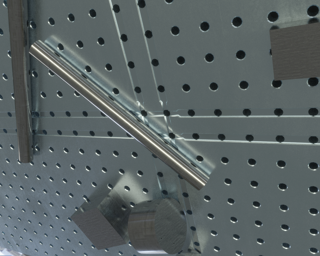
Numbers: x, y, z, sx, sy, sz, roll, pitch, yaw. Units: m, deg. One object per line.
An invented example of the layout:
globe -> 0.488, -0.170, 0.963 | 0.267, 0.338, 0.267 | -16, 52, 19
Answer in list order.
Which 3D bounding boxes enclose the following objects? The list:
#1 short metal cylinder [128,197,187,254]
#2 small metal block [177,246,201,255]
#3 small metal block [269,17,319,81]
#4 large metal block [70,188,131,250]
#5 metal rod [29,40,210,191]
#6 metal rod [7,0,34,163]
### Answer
short metal cylinder -> -0.003, 0.148, 0.469 | 0.050, 0.080, 0.080 | -17, 110, 35
small metal block -> 0.038, 0.234, 0.520 | 0.025, 0.050, 0.050 | 38, 129, 3
small metal block -> 0.134, -0.075, 0.294 | 0.050, 0.025, 0.050 | -1, 118, 29
large metal block -> -0.096, 0.162, 0.546 | 0.080, 0.050, 0.080 | -28, 103, 37
metal rod -> -0.056, -0.018, 0.429 | 0.300, 0.025, 0.025 | 39, 129, 1
metal rod -> -0.217, -0.059, 0.489 | 0.025, 0.025, 0.298 | 25, 127, 13
